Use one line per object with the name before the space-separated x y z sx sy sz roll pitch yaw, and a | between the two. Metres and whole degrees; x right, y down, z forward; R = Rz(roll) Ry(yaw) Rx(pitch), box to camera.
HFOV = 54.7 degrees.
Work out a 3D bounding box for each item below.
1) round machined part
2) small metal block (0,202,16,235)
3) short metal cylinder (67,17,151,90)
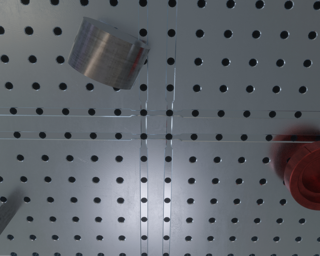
round machined part | 0.221 0.061 0.429 0.099 0.042 0.097 0 110 0
small metal block | -0.248 0.143 0.451 0.050 0.050 0.025 -33 107 11
short metal cylinder | -0.057 -0.085 0.352 0.080 0.080 0.050 24 108 -9
